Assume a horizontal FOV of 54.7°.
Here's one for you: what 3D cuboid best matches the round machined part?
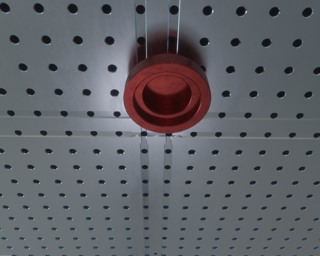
[{"bbox_3d":[0.008,-0.043,0.364,0.099,0.042,0.097,0,130,0],"label":"round machined part"}]
